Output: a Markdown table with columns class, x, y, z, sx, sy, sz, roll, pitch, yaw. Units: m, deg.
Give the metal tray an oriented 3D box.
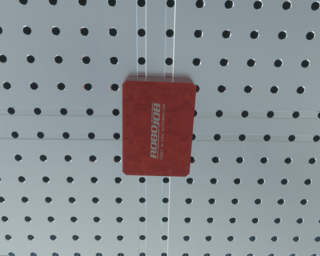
| class | x | y | z | sx | sy | sz | roll | pitch | yaw |
| --- | --- | --- | --- | --- | --- | --- | --- | --- | --- |
| metal tray | -0.003 | 0.000 | 0.410 | 0.091 | 0.030 | 0.129 | 2 | 110 | -1 |
